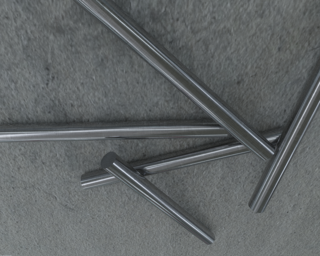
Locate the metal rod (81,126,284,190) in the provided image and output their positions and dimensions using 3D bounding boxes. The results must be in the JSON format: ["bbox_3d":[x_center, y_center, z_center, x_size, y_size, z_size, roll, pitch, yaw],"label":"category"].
[{"bbox_3d":[0.028,0.046,0.446,0.301,0.025,0.025,-14,129,11],"label":"metal rod"}]

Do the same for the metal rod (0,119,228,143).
[{"bbox_3d":[-0.064,0.003,0.409,0.302,0.025,0.025,-1,130,0],"label":"metal rod"}]

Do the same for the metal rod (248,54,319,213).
[{"bbox_3d":[0.170,-0.009,0.376,0.025,0.025,0.298,8,122,-8],"label":"metal rod"}]

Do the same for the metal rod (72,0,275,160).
[{"bbox_3d":[0.028,-0.053,0.346,0.301,0.025,0.025,37,121,-22],"label":"metal rod"}]

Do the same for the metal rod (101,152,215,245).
[{"bbox_3d":[0.013,0.125,0.491,0.025,0.025,0.300,-26,133,20],"label":"metal rod"}]
